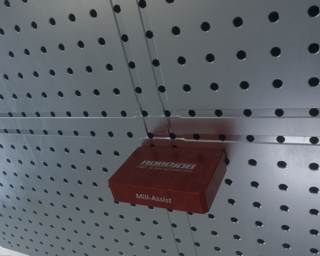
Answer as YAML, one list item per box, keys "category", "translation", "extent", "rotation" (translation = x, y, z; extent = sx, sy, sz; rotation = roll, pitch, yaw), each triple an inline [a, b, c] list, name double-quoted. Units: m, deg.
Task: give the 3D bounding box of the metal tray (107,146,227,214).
- category: "metal tray"
  translation: [0.011, 0.061, 0.401]
  extent: [0.130, 0.090, 0.030]
  rotation: [1, 119, 28]
